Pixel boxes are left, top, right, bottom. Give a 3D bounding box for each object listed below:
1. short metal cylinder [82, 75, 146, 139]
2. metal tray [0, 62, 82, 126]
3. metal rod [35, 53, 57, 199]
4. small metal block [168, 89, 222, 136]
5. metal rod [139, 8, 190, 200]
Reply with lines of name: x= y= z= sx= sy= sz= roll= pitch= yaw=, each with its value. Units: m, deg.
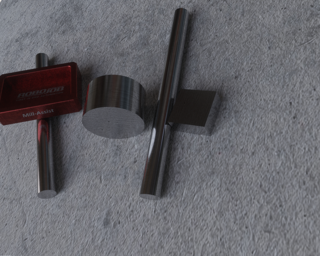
short metal cylinder: x=-0.060 y=-0.026 z=0.415 sx=0.080 sy=0.080 sz=0.050 roll=-12 pitch=57 yaw=21
metal tray: x=-0.197 y=-0.058 z=0.507 sx=0.131 sy=0.030 sz=0.090 roll=-11 pitch=53 yaw=-2
metal rod: x=-0.193 y=-0.023 z=0.516 sx=0.025 sy=0.025 sz=0.299 roll=-27 pitch=53 yaw=11
small metal block: x=0.045 y=-0.020 z=0.392 sx=0.050 sy=0.025 sz=0.050 roll=9 pitch=66 yaw=31
metal rod: x=0.011 y=-0.051 z=0.427 sx=0.025 sy=0.025 sz=0.299 roll=-4 pitch=60 yaw=26
